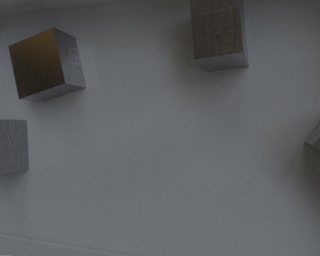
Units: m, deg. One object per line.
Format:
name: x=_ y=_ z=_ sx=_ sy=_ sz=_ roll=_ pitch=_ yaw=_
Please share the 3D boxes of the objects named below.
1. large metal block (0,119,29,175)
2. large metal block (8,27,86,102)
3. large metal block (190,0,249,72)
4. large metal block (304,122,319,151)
large metal block: x=-0.249 y=0.028 z=0.467 sx=0.050 sy=0.080 sz=0.079 roll=-3 pitch=89 yaw=20
large metal block: x=-0.164 y=-0.089 z=0.453 sx=0.080 sy=0.050 sz=0.080 roll=-15 pitch=85 yaw=19
large metal block: x=0.070 y=-0.114 z=0.356 sx=0.050 sy=0.080 sz=0.080 roll=-5 pitch=89 yaw=20
large metal block: x=0.201 y=0.019 z=0.311 sx=0.080 sy=0.080 sz=0.050 roll=37 pitch=102 yaw=16
